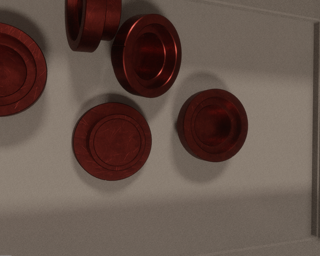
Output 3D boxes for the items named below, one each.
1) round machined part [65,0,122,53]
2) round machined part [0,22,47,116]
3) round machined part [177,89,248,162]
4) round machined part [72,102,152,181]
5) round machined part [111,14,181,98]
[{"bbox_3d":[-0.074,-0.134,0.345,0.042,0.098,0.097,-2,91,-28],"label":"round machined part"},{"bbox_3d":[-0.175,-0.061,0.337,0.099,0.042,0.097,0,90,-21],"label":"round machined part"},{"bbox_3d":[0.068,-0.003,0.428,0.099,0.042,0.097,0,90,-21],"label":"round machined part"},{"bbox_3d":[-0.056,0.017,0.382,0.099,0.042,0.097,0,90,-21],"label":"round machined part"},{"bbox_3d":[-0.021,-0.088,0.380,0.099,0.042,0.097,-18,115,-44],"label":"round machined part"}]
